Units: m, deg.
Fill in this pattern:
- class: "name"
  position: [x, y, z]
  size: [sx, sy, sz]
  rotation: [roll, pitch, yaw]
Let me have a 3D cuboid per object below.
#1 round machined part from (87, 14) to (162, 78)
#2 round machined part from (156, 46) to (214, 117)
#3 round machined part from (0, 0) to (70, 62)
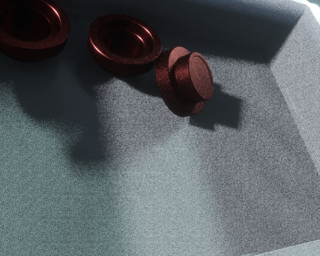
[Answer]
- class: "round machined part"
  position: [-0.051, -0.108, 0.428]
  size: [0.099, 0.042, 0.098]
  rotation: [10, 54, -14]
- class: "round machined part"
  position: [0.040, -0.067, 0.430]
  size: [0.098, 0.042, 0.098]
  rotation: [23, 61, -49]
- class: "round machined part"
  position: [-0.164, -0.120, 0.379]
  size: [0.099, 0.042, 0.098]
  rotation: [14, 56, -21]
